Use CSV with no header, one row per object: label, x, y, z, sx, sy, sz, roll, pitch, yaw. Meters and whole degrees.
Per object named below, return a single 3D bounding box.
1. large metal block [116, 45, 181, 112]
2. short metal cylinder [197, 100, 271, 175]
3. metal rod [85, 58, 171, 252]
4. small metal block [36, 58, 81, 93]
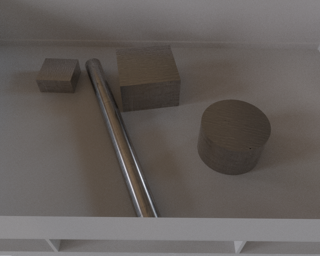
large metal block,-0.019,-0.073,0.450,0.081,0.050,0.080,-7,51,-6
short metal cylinder,0.089,0.011,0.381,0.081,0.050,0.080,0,50,0
metal rod,-0.053,0.009,0.396,0.025,0.025,0.300,-16,52,-13
small metal block,-0.152,-0.080,0.470,0.050,0.025,0.050,2,50,1
